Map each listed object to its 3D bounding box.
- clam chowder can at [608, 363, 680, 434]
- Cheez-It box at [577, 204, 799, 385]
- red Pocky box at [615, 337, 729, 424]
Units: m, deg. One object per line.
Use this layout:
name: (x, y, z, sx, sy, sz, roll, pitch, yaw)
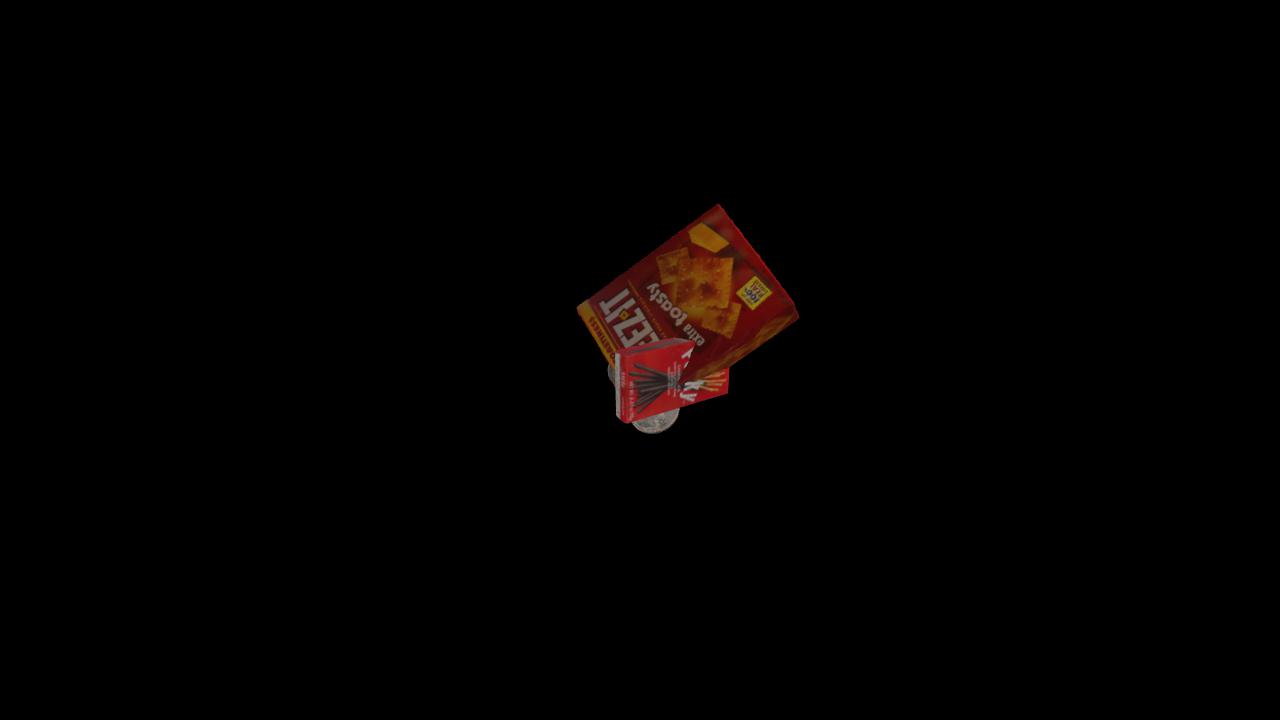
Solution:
clam chowder can: (0.007, 0.038, 0.767, 0.068, 0.068, 0.102, 0, -40, 21)
Cheez-It box: (0.055, -0.058, 0.756, 0.223, 0.166, 0.071, -35, -23, 10)
red Pocky box: (0.042, 0.015, 0.721, 0.155, 0.083, 0.028, -14, 24, -32)
